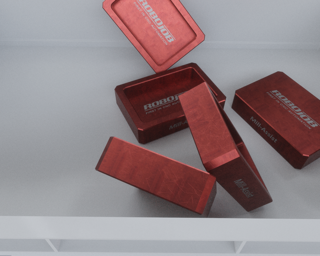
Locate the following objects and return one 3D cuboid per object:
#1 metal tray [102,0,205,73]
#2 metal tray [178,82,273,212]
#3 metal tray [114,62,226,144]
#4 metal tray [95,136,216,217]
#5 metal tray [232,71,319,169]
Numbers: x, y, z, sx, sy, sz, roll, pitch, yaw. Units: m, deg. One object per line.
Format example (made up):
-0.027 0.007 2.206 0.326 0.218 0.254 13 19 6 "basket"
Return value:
-0.008 -0.156 0.454 0.090 0.130 0.030 -37 15 12 "metal tray"
0.070 0.024 0.319 0.030 0.130 0.090 -29 50 15 "metal tray"
0.014 -0.039 0.434 0.131 0.030 0.090 -20 53 -17 "metal tray"
0.005 0.052 0.293 0.090 0.130 0.030 20 78 16 "metal tray"
0.173 -0.016 0.418 0.091 0.030 0.130 -25 55 -20 "metal tray"
